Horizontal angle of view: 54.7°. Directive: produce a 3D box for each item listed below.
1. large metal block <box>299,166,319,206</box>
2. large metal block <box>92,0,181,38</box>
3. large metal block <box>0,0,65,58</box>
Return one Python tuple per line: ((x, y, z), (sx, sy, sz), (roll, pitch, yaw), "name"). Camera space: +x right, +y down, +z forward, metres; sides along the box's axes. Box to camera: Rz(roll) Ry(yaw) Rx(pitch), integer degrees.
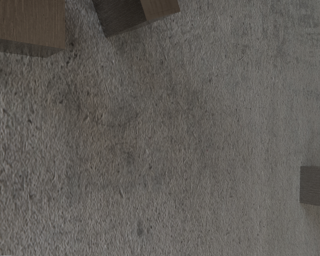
((0.352, 0.125, 0.664), (0.050, 0.080, 0.080), (5, 87, -40), "large metal block")
((-0.033, -0.153, 0.340), (0.050, 0.080, 0.080), (-30, 109, -36), "large metal block")
((-0.134, -0.112, 0.276), (0.081, 0.050, 0.080), (0, 90, -40), "large metal block")
